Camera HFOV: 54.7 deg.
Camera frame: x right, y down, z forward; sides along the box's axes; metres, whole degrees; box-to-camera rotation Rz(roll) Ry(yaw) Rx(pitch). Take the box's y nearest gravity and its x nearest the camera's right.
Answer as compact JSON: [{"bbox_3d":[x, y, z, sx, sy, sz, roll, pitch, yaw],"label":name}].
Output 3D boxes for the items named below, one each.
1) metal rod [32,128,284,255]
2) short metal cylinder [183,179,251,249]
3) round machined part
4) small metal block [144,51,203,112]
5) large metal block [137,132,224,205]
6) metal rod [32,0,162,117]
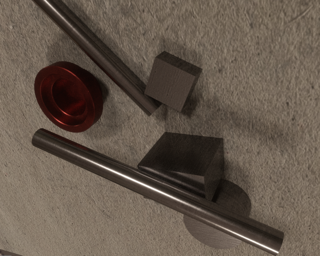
[{"bbox_3d":[-0.016,0.064,0.350,0.301,0.025,0.025,21,126,15],"label":"metal rod"},{"bbox_3d":[0.078,0.116,0.420,0.080,0.050,0.079,13,124,20],"label":"short metal cylinder"},{"bbox_3d":[-0.120,-0.046,0.429,0.098,0.042,0.097,13,124,20],"label":"round machined part"},{"bbox_3d":[0.015,-0.055,0.364,0.050,0.025,0.050,28,128,10],"label":"small metal block"},{"bbox_3d":[0.030,0.050,0.385,0.080,0.080,0.050,6,121,24],"label":"large metal block"},{"bbox_3d":[-0.111,-0.128,0.383,0.300,0.025,0.025,45,129,-4],"label":"metal rod"}]
